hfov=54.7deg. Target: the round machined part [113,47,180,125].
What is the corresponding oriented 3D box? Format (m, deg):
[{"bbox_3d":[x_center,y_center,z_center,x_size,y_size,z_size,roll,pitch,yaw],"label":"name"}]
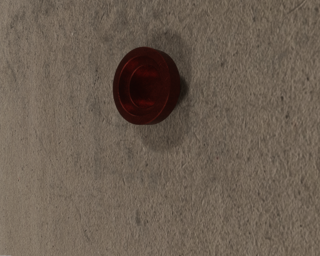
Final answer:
[{"bbox_3d":[-0.013,-0.053,0.403,0.098,0.042,0.097,0,90,39],"label":"round machined part"}]
